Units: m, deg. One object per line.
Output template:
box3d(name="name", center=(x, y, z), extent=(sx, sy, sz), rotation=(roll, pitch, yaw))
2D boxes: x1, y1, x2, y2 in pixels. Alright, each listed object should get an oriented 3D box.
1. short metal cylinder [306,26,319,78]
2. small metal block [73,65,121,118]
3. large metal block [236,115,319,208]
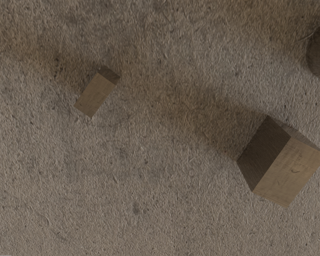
box3d(name="short metal cylinder", center=(0.224, -0.090, 0.365), extent=(0.081, 0.050, 0.079), rotation=(0, 110, 0))
box3d(name="small metal block", center=(-0.076, -0.045, 0.379), extent=(0.025, 0.050, 0.050), rotation=(36, 106, -12))
box3d(name="large metal block", center=(0.149, 0.040, 0.396), extent=(0.050, 0.080, 0.080), rotation=(26, 108, -9))
